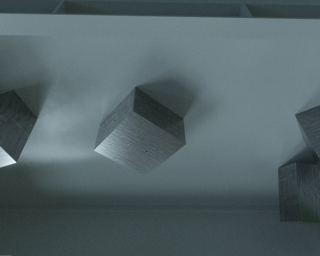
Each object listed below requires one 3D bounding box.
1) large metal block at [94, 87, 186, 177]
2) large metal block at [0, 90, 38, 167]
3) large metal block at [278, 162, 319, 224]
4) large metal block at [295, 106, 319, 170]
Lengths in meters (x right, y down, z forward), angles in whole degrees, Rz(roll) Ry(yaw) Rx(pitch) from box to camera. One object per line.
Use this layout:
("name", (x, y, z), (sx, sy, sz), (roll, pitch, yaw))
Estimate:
("large metal block", (-0.025, 0.008, 0.399), (0.080, 0.050, 0.080), (32, 123, -25))
("large metal block", (-0.210, 0.007, 0.376), (0.080, 0.080, 0.050), (-16, 128, 13))
("large metal block", (0.224, 0.098, 0.451), (0.081, 0.080, 0.050), (7, 161, -7))
("large metal block", (0.228, 0.010, 0.385), (0.080, 0.080, 0.050), (-23, 127, 18))
